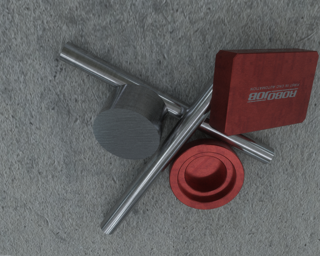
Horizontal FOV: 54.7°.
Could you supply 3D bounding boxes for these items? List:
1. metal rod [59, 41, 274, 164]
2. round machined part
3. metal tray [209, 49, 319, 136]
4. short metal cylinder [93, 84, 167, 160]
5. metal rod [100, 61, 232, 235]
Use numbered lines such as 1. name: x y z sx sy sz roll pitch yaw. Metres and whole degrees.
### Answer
1. metal rod: 0.017 -0.028 0.402 0.301 0.025 0.025 27 108 -10
2. round machined part: 0.061 0.059 0.424 0.099 0.042 0.097 0 110 0
3. metal tray: 0.123 -0.045 0.363 0.131 0.030 0.089 -8 113 -27
4. short metal cylinder: -0.035 -0.007 0.381 0.080 0.050 0.079 7 131 9
5. metal rod: 0.003 0.039 0.407 0.025 0.025 0.298 32 113 -11
